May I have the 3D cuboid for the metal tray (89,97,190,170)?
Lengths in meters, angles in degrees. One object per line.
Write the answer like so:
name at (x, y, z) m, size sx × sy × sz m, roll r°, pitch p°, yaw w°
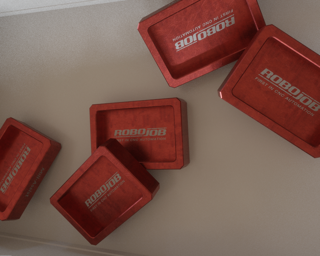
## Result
metal tray at (-0.029, 0.009, 0.416) m, size 0.130 × 0.030 × 0.089 m, roll -3°, pitch 89°, yaw 19°

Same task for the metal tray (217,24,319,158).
metal tray at (0.141, -0.039, 0.337) m, size 0.130 × 0.030 × 0.090 m, roll 33°, pitch 101°, yaw -2°

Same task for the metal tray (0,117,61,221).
metal tray at (-0.221, 0.060, 0.465) m, size 0.090 × 0.030 × 0.130 m, roll 26°, pitch 82°, yaw 17°

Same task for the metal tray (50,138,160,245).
metal tray at (-0.075, 0.087, 0.409) m, size 0.090 × 0.030 × 0.130 m, roll 46°, pitch 115°, yaw 0°

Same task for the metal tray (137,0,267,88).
metal tray at (0.051, -0.114, 0.365) m, size 0.130 × 0.030 × 0.090 m, roll -23°, pitch 116°, yaw 18°
